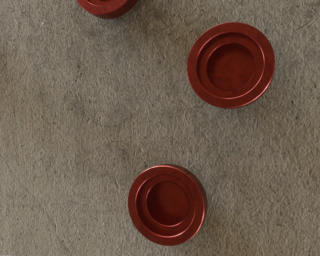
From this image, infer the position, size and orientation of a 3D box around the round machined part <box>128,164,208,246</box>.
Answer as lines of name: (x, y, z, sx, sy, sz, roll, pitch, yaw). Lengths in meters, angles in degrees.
round machined part: (0.012, 0.094, 0.395, 0.098, 0.042, 0.097, 0, 90, 20)

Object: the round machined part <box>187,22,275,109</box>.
round machined part: (0.085, -0.071, 0.370, 0.098, 0.042, 0.097, 0, 90, 20)

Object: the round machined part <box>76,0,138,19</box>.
round machined part: (-0.066, -0.197, 0.423, 0.098, 0.042, 0.097, 0, 90, 20)
